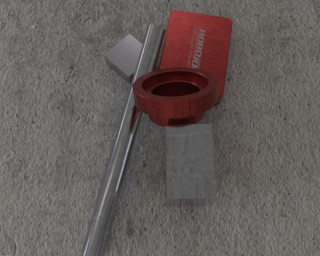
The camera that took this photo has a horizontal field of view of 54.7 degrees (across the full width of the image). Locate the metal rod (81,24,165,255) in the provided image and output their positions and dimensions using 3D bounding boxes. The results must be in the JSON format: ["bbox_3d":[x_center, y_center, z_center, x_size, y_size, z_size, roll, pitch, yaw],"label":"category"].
[{"bbox_3d":[-0.042,0.005,0.390,0.025,0.025,0.299,13,76,5],"label":"metal rod"}]

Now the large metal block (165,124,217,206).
[{"bbox_3d":[0.032,0.047,0.362,0.050,0.080,0.080,-1,70,0],"label":"large metal block"}]

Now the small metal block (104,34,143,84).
[{"bbox_3d":[-0.043,-0.098,0.444,0.050,0.025,0.050,42,75,13],"label":"small metal block"}]

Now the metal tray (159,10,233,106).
[{"bbox_3d":[0.050,-0.102,0.443,0.090,0.030,0.130,10,70,3],"label":"metal tray"}]

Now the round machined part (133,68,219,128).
[{"bbox_3d":[0.019,-0.035,0.367,0.099,0.042,0.098,-3,31,2],"label":"round machined part"}]
